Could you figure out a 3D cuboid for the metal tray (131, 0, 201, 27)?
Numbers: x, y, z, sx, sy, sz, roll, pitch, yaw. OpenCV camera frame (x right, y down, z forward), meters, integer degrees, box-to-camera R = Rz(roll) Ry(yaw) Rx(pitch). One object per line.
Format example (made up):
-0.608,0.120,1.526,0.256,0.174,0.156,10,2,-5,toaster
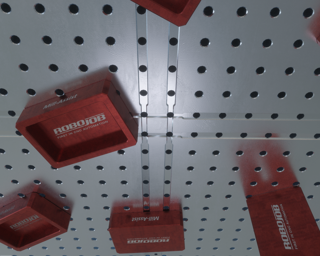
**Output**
0.015,-0.166,0.266,0.090,0.030,0.129,23,126,-19,metal tray

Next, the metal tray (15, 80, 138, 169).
-0.105,-0.001,0.406,0.130,0.030,0.090,-17,128,14,metal tray

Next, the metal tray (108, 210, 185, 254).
-0.021,0.193,0.572,0.131,0.030,0.090,-4,130,3,metal tray

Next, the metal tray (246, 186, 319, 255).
0.193,0.158,0.479,0.090,0.130,0.030,-18,128,14,metal tray

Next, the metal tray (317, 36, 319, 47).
0.248,-0.104,0.321,0.131,0.030,0.089,13,129,-11,metal tray

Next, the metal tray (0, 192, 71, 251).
-0.237,0.170,0.550,0.130,0.030,0.090,-27,125,21,metal tray
